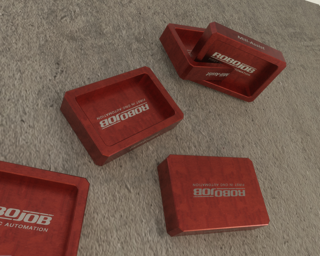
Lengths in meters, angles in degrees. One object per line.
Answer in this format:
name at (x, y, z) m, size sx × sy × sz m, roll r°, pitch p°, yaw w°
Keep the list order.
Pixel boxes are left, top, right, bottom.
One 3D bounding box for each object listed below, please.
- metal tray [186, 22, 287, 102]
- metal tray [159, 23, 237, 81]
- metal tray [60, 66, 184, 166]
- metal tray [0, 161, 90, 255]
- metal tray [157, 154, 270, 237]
metal tray at (0.113, -0.097, 0.479) m, size 0.131 × 0.089 × 0.030 m, roll 17°, pitch 46°, yaw -19°
metal tray at (0.073, -0.120, 0.500) m, size 0.131 × 0.030 × 0.090 m, roll -5°, pitch 59°, yaw -36°
metal tray at (-0.044, -0.020, 0.388) m, size 0.131 × 0.030 × 0.090 m, roll -27°, pitch 77°, yaw -37°
metal tray at (-0.137, 0.079, 0.277) m, size 0.131 × 0.030 × 0.090 m, roll 16°, pitch 55°, yaw -19°
metal tray at (0.067, 0.082, 0.386) m, size 0.131 × 0.030 × 0.090 m, roll 5°, pitch 60°, yaw -26°
